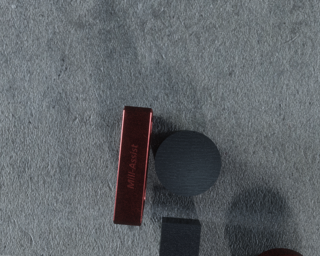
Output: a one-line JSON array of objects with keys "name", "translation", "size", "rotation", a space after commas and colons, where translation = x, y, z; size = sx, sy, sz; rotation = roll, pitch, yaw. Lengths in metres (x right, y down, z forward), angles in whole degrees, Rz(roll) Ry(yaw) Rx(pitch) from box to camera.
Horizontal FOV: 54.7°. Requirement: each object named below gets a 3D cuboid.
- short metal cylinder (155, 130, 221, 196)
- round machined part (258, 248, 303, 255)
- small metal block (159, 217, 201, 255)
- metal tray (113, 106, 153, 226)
[{"name": "short metal cylinder", "translation": [0.034, 0.043, 0.398], "size": [0.081, 0.050, 0.079], "rotation": [0, 90, -1]}, {"name": "round machined part", "translation": [0.156, 0.205, 0.404], "size": [0.099, 0.042, 0.097], "rotation": [0, 90, -1]}, {"name": "small metal block", "translation": [0.026, 0.148, 0.410], "size": [0.050, 0.025, 0.050], "rotation": [5, 90, -1]}, {"name": "metal tray", "translation": [-0.030, 0.041, 0.377], "size": [0.030, 0.090, 0.129], "rotation": [5, 90, 0]}]
